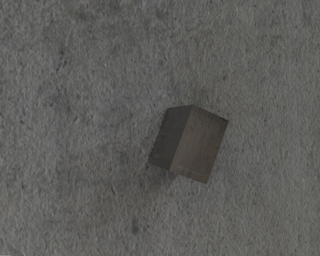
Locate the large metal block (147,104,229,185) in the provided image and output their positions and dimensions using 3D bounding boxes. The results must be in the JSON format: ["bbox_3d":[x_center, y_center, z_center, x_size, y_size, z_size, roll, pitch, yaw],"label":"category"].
[{"bbox_3d":[0.032,0.019,0.391,0.050,0.080,0.080,23,82,-19],"label":"large metal block"}]
